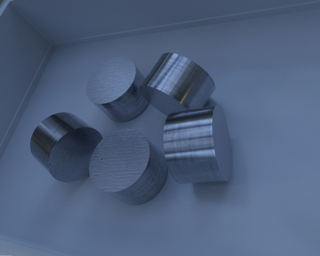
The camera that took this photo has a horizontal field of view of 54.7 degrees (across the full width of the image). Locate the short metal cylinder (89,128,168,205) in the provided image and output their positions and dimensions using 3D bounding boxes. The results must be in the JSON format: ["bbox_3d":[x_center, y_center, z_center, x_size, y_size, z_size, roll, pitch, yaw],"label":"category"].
[{"bbox_3d":[-0.038,0.047,0.377,0.080,0.050,0.080,-13,56,20],"label":"short metal cylinder"}]

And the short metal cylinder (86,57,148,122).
[{"bbox_3d":[-0.059,-0.056,0.451,0.080,0.050,0.080,-13,56,20],"label":"short metal cylinder"}]

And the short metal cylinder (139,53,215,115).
[{"bbox_3d":[0.021,-0.048,0.387,0.080,0.080,0.050,24,75,36],"label":"short metal cylinder"}]

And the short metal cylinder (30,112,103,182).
[{"bbox_3d":[-0.123,0.025,0.415,0.050,0.080,0.080,30,78,37],"label":"short metal cylinder"}]

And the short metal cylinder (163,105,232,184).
[{"bbox_3d":[0.043,0.019,0.333,0.050,0.080,0.080,-9,58,23],"label":"short metal cylinder"}]
